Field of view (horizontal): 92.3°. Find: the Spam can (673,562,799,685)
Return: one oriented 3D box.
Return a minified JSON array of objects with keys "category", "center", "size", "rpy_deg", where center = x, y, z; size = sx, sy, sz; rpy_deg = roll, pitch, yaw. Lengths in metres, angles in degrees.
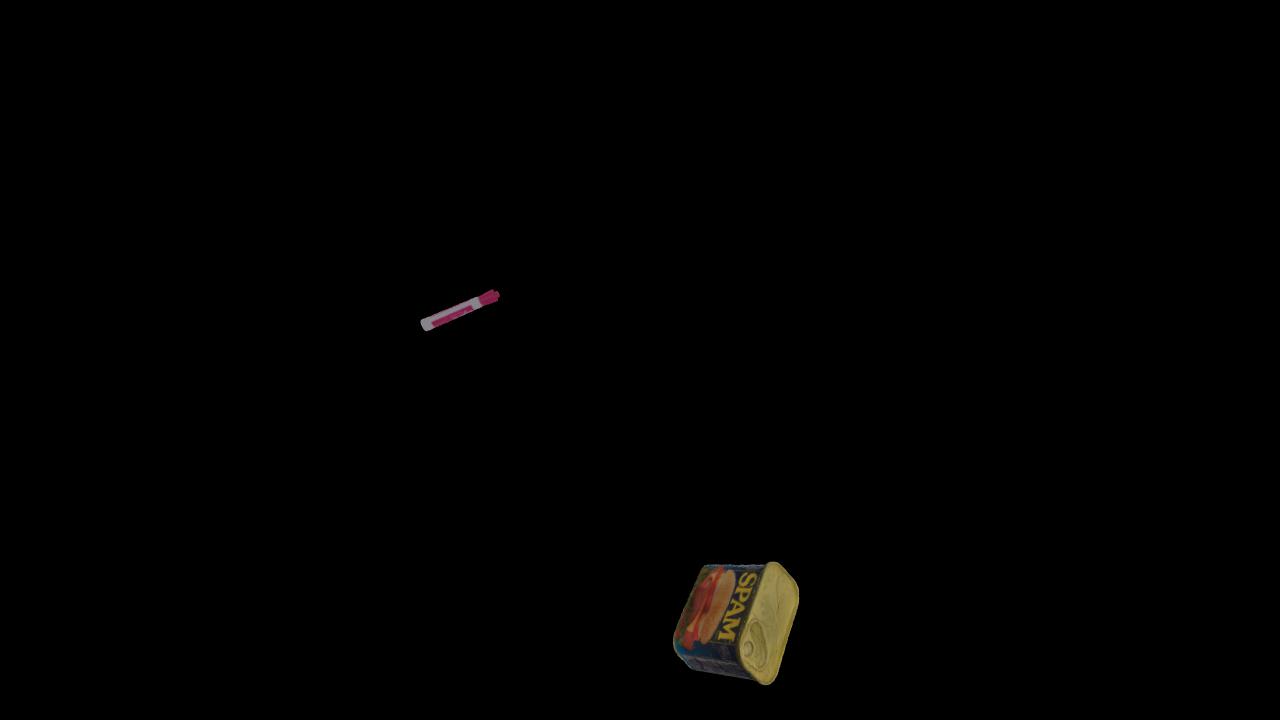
[{"category":"Spam can","center":[0.089,0.241,0.575],"size":[0.085,0.058,0.101],"rpy_deg":[-20,27,46]}]

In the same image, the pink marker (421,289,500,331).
[{"category":"pink marker","center":[-0.261,-0.073,0.897],"size":[0.121,0.020,0.020],"rpy_deg":[-22,-1,4]}]
